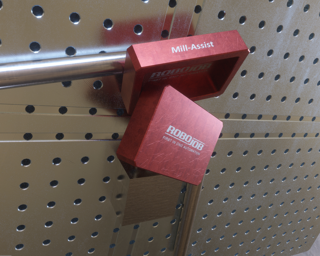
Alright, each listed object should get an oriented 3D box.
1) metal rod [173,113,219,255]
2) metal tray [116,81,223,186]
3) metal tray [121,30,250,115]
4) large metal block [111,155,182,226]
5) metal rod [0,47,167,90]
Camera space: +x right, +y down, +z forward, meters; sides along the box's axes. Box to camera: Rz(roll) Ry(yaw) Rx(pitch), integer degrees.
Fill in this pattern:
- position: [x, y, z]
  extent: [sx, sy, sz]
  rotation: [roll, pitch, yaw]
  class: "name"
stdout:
- position: [0.054, 0.112, 0.512]
  extent: [0.025, 0.025, 0.298]
  rotation: [-7, 122, -25]
  class: "metal rod"
- position: [0.018, 0.012, 0.364]
  extent: [0.131, 0.030, 0.090]
  rotation: [27, 83, -48]
  class: "metal tray"
- position: [0.025, -0.062, 0.354]
  extent: [0.131, 0.030, 0.090]
  rotation: [-14, 156, -19]
  class: "metal tray"
- position: [-0.019, 0.084, 0.438]
  extent: [0.081, 0.050, 0.079]
  rotation: [-3, 120, -27]
  class: "large metal block"
- position: [-0.056, -0.070, 0.338]
  extent: [0.303, 0.025, 0.025]
  rotation: [-12, 124, -22]
  class: "metal rod"
